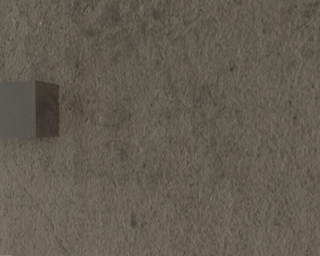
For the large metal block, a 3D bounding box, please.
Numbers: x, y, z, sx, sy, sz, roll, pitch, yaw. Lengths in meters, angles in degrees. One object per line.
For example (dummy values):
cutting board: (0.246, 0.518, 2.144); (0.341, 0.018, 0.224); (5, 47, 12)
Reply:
large metal block: (-0.202, -0.026, 0.465); (0.080, 0.050, 0.079); (-1, 90, 19)
